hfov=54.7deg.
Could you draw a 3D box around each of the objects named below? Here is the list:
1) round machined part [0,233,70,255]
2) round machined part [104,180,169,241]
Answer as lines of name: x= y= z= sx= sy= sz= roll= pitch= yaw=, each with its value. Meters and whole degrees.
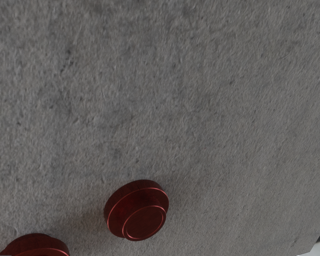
round machined part: x=-0.172 y=0.181 z=0.414 sx=0.099 sy=0.042 sz=0.097 roll=-14 pitch=125 yaw=-21
round machined part: x=-0.030 y=0.128 z=0.461 sx=0.099 sy=0.042 sz=0.097 roll=-14 pitch=125 yaw=-21
